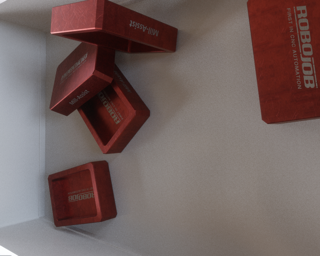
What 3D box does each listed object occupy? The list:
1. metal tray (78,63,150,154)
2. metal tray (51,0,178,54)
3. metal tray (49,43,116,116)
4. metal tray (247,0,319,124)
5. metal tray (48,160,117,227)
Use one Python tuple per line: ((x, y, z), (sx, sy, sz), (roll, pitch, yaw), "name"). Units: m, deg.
((-0.080, -0.037, 0.466), (0.090, 0.030, 0.130), (-51, 61, 28), "metal tray")
((-0.052, -0.118, 0.379), (0.090, 0.131, 0.030), (10, 96, 39), "metal tray")
((-0.119, -0.084, 0.475), (0.130, 0.030, 0.090), (-27, 52, 39), "metal tray")
((0.137, -0.073, 0.290), (0.090, 0.030, 0.129), (-10, 84, 39), "metal tray")
((-0.131, 0.110, 0.508), (0.130, 0.030, 0.090), (-19, 78, 38), "metal tray")
